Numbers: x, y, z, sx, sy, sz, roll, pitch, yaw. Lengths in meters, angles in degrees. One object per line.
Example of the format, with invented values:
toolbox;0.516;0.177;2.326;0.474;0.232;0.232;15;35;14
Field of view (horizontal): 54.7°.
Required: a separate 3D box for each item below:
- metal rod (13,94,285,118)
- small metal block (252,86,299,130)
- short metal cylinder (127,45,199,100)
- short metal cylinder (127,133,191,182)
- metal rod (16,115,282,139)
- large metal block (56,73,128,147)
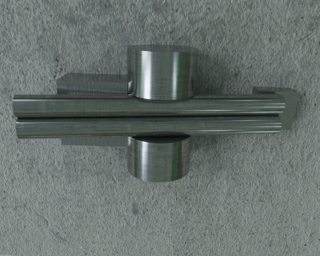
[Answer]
metal rod;-0.004;-0.026;0.354;0.302;0.025;0.025;-1;110;-8
small metal block;0.146;-0.026;0.403;0.050;0.025;0.050;3;110;-1
short metal cylinder;0.003;-0.067;0.357;0.081;0.080;0.050;1;110;-1
short metal cylinder;-0.001;0.027;0.391;0.081;0.080;0.050;1;110;-1
metal rod;-0.005;-0.003;0.362;0.302;0.025;0.025;-1;110;-8
large metal block;-0.079;-0.024;0.388;0.081;0.050;0.079;2;110;-1
